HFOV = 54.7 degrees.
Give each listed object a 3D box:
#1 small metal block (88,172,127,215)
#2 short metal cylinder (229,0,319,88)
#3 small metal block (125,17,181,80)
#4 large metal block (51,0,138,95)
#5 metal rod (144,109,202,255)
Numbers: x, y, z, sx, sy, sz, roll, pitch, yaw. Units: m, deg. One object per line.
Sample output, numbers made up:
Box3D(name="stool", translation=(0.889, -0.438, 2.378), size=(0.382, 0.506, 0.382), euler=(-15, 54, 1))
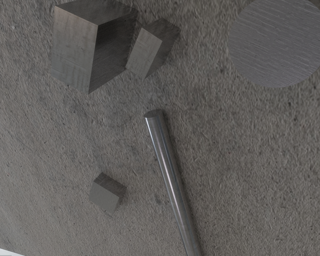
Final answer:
Box3D(name="small metal block", translation=(-0.089, 0.111, 0.522), size=(0.050, 0.025, 0.050), euler=(29, 128, 9))
Box3D(name="short metal cylinder", translation=(0.109, -0.083, 0.282), size=(0.080, 0.050, 0.079), euler=(13, 124, 21))
Box3D(name="small metal block", translation=(-0.007, -0.088, 0.340), size=(0.025, 0.050, 0.050), euler=(35, 129, 5))
Box3D(name="large metal block", translation=(-0.074, -0.097, 0.350), size=(0.050, 0.080, 0.079), euler=(27, 128, 11))
Box3D(name="metal rod", translation=(0.029, 0.112, 0.461), size=(0.025, 0.025, 0.298), euler=(-2, 118, 29))
